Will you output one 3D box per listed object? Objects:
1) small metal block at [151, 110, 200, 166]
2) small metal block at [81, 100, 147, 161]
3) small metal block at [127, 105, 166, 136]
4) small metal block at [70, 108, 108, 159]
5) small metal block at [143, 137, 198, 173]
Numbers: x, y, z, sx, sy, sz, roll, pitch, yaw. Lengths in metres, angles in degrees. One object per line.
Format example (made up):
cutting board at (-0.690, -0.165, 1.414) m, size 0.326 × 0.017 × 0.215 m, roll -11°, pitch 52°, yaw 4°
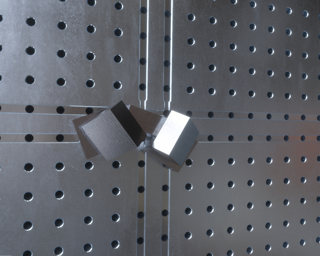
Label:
small metal block at (0.020, 0.014, 0.380) m, size 0.050 × 0.025 × 0.050 m, roll -60°, pitch 152°, yaw -11°
small metal block at (-0.052, 0.004, 0.351) m, size 0.050 × 0.050 × 0.025 m, roll 55°, pitch 35°, yaw -12°
small metal block at (-0.024, -0.008, 0.391) m, size 0.050 × 0.050 × 0.025 m, roll 20°, pitch 84°, yaw -19°
small metal block at (-0.077, 0.006, 0.385) m, size 0.050 × 0.025 × 0.050 m, roll -21°, pitch 97°, yaw -19°
small metal block at (0.015, 0.024, 0.419) m, size 0.050 × 0.025 × 0.050 m, roll 37°, pitch 78°, yaw -17°
